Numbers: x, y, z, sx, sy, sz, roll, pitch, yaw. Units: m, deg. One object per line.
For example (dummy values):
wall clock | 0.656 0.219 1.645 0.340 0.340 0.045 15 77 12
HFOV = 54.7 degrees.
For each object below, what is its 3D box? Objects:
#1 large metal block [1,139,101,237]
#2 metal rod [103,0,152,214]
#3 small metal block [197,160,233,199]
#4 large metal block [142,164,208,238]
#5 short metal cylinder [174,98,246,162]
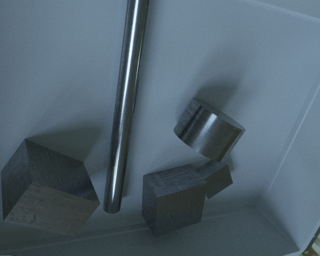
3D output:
large metal block | -0.124 0.067 0.347 0.080 0.080 0.050 31 101 -38
metal rod | -0.043 -0.017 0.375 0.025 0.025 0.298 -4 120 -27
small metal block | 0.088 0.082 0.510 0.050 0.025 0.050 -31 129 -9
large metal block | 0.020 0.109 0.473 0.081 0.050 0.079 -11 123 -23
short metal cylinder | 0.065 0.002 0.412 0.080 0.080 0.050 21 107 -36
